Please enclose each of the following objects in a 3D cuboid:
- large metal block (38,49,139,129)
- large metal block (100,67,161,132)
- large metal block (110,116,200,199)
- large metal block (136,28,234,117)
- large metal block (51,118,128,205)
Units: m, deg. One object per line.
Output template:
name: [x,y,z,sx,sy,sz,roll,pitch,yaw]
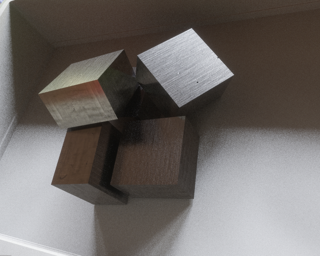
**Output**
large metal block: [-0.081,-0.047,0.374,0.080,0.050,0.080,-9,33,23]
large metal block: [-0.044,-0.037,0.432,0.080,0.050,0.080,-1,61,27]
large metal block: [-0.003,0.036,0.363,0.080,0.050,0.080,-5,59,25]
large metal block: [0.027,-0.062,0.378,0.080,0.050,0.080,-32,73,-19]
large metal block: [-0.076,0.044,0.380,0.050,0.080,0.080,-6,59,25]
